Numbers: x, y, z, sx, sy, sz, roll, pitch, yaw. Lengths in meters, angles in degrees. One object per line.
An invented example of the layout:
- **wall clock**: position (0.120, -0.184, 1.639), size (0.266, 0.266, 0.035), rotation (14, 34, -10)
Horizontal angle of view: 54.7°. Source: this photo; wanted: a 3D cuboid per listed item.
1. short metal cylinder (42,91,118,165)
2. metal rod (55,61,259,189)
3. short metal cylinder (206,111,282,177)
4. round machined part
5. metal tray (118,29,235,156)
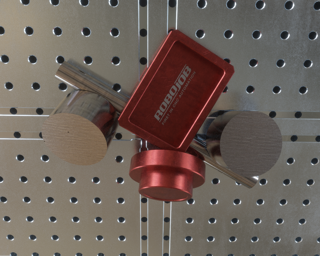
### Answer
- **short metal cylinder**: position (-0.097, 0.000, 0.387), size (0.080, 0.050, 0.079), rotation (6, 127, 8)
- **metal rod**: position (0.004, 0.001, 0.414), size (0.301, 0.025, 0.025), rotation (30, 107, -11)
- **short metal cylinder**: position (0.105, 0.018, 0.395), size (0.081, 0.050, 0.079), rotation (-1, 93, -11)
- **round machined part**: position (0.009, 0.066, 0.400), size (0.099, 0.042, 0.098), rotation (5, 153, 3)
- **metal tray**: position (0.019, -0.040, 0.380), size (0.090, 0.030, 0.130), rotation (30, 94, -11)
